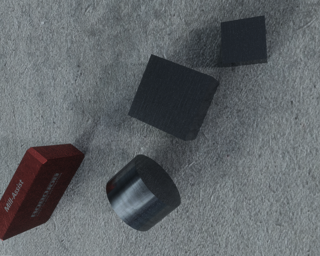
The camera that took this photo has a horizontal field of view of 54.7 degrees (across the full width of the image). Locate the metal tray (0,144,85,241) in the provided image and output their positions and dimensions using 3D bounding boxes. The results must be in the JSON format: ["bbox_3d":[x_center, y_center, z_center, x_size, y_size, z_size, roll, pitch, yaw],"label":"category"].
[{"bbox_3d":[-0.170,0.085,0.434,0.030,0.090,0.129,35,101,16],"label":"metal tray"}]

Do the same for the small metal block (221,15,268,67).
[{"bbox_3d":[0.102,-0.103,0.373,0.050,0.025,0.050,-3,89,20],"label":"small metal block"}]

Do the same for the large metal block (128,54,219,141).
[{"bbox_3d":[0.018,-0.037,0.389,0.080,0.050,0.080,25,98,18],"label":"large metal block"}]

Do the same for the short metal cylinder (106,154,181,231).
[{"bbox_3d":[-0.020,0.080,0.387,0.050,0.080,0.080,-43,77,15],"label":"short metal cylinder"}]
